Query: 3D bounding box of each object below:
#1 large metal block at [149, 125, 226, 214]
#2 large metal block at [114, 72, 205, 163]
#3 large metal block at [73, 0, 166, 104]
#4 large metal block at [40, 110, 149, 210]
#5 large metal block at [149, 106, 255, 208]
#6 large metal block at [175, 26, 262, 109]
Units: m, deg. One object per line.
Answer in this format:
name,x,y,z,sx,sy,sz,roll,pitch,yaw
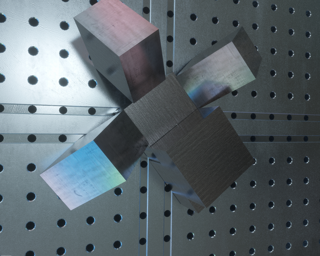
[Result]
large metal block,0.047,0.052,0.416,0.080,0.050,0.080,-39,101,-17
large metal block,0.001,-0.013,0.399,0.080,0.050,0.080,-40,103,-16
large metal block,-0.042,-0.088,0.351,0.050,0.080,0.080,-40,64,-15
large metal block,-0.068,0.033,0.342,0.080,0.080,0.050,-31,103,25
large metal block,0.049,0.031,0.363,0.080,0.050,0.080,-39,103,-17
large metal block,0.077,-0.077,0.395,0.050,0.080,0.080,54,34,-12
